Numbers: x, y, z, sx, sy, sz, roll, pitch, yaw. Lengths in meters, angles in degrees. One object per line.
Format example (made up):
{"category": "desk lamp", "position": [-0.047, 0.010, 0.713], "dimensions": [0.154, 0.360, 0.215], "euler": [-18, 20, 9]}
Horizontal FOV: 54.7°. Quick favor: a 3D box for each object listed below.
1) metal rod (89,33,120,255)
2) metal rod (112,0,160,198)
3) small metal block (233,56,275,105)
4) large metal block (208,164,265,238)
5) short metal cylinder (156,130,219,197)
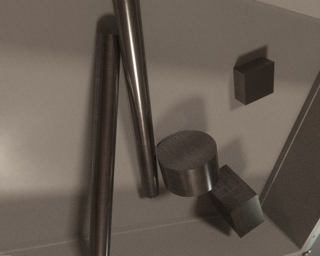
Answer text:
{"category": "metal rod", "position": [-0.065, 0.048, 0.354], "dimensions": [0.025, 0.025, 0.298], "euler": [-2, 104, -28]}
{"category": "metal rod", "position": [-0.023, -0.020, 0.369], "dimensions": [0.025, 0.025, 0.298], "euler": [-20, 131, -17]}
{"category": "small metal block", "position": [0.134, -0.067, 0.443], "dimensions": [0.050, 0.025, 0.050], "euler": [-24, 128, -14]}
{"category": "large metal block", "position": [0.123, 0.121, 0.518], "dimensions": [0.050, 0.080, 0.080], "euler": [-33, 129, -7]}
{"category": "short metal cylinder", "position": [0.039, 0.047, 0.426], "dimensions": [0.081, 0.080, 0.050], "euler": [-24, 128, -14]}
